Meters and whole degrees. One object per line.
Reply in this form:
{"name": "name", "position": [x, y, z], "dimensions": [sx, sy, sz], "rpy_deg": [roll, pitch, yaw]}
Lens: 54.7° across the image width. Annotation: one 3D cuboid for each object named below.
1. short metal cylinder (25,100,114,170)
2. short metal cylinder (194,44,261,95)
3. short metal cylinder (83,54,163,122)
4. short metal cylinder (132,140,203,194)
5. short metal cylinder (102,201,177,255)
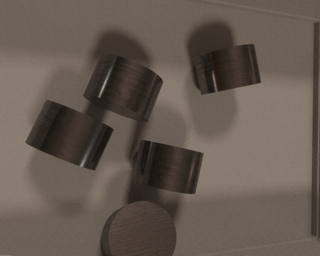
{"name": "short metal cylinder", "position": [-0.099, 0.009, 0.345], "dimensions": [0.080, 0.080, 0.050], "rpy_deg": [26, 82, -19]}
{"name": "short metal cylinder", "position": [0.090, -0.077, 0.416], "dimensions": [0.081, 0.080, 0.050], "rpy_deg": [-13, 95, -20]}
{"name": "short metal cylinder", "position": [-0.043, -0.045, 0.366], "dimensions": [0.080, 0.080, 0.050], "rpy_deg": [23, 82, -19]}
{"name": "short metal cylinder", "position": [0.010, 0.047, 0.386], "dimensions": [0.081, 0.080, 0.050], "rpy_deg": [14, 86, -20]}
{"name": "short metal cylinder", "position": [-0.027, 0.132, 0.376], "dimensions": [0.081, 0.050, 0.080], "rpy_deg": [7, 69, -18]}
